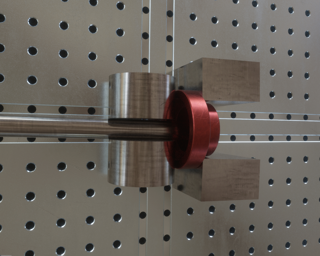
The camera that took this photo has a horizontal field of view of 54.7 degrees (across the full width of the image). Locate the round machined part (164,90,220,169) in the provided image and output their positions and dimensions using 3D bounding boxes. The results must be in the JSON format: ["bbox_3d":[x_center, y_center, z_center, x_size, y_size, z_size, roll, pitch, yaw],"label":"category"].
[{"bbox_3d":[0.040,0.002,0.388,0.042,0.098,0.097,1,90,-20],"label":"round machined part"}]

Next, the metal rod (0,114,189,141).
[{"bbox_3d":[-0.105,0.000,0.361,0.302,0.025,0.025,2,90,-16],"label":"metal rod"}]

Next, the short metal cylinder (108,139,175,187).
[{"bbox_3d":[-0.022,0.039,0.374,0.081,0.080,0.050,1,90,-20],"label":"short metal cylinder"}]

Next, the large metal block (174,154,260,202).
[{"bbox_3d":[0.073,0.062,0.411,0.081,0.080,0.050,3,89,-20],"label":"large metal block"}]

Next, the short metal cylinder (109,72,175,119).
[{"bbox_3d":[-0.022,-0.036,0.375,0.081,0.080,0.050,1,91,-20],"label":"short metal cylinder"}]

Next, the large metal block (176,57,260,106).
[{"bbox_3d":[0.073,-0.058,0.411,0.081,0.080,0.050,0,90,-20],"label":"large metal block"}]
